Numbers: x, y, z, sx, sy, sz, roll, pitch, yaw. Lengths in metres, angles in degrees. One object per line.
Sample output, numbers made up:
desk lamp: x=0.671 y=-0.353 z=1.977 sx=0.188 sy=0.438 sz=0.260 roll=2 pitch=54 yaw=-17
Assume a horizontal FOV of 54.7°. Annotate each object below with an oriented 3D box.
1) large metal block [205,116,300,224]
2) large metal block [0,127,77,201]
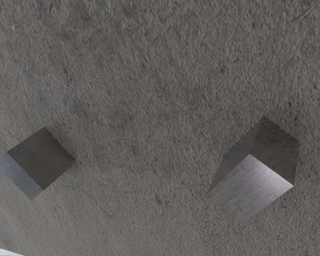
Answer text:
large metal block: x=0.104 y=0.045 z=0.345 sx=0.050 sy=0.080 sz=0.080 roll=37 pitch=129 yaw=4
large metal block: x=-0.203 y=0.058 z=0.514 sx=0.080 sy=0.080 sz=0.050 roll=49 pitch=129 yaw=-6
